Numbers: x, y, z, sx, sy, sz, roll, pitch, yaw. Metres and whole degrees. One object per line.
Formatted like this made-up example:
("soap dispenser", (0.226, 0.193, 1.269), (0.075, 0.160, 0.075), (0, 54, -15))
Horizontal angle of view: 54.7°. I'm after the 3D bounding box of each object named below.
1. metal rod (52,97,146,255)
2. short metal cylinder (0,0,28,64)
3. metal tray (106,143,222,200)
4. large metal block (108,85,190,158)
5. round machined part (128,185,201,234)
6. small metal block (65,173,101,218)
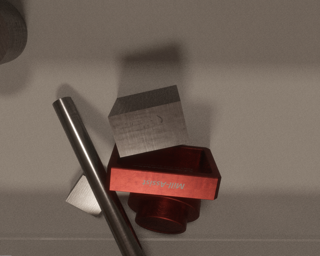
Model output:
("metal rod", (-0.059, 0.098, 0.379), (0.025, 0.025, 0.299), (-28, 82, 9))
("short metal cylinder", (-0.203, -0.110, 0.354), (0.081, 0.050, 0.079), (0, 110, -1))
("metal tray", (0.004, 0.049, 0.394), (0.131, 0.090, 0.030), (6, 109, -3))
("large metal block", (-0.012, -0.012, 0.378), (0.080, 0.080, 0.050), (-12, 110, 4))
("round machined part", (0.004, 0.112, 0.418), (0.099, 0.042, 0.098), (8, 146, 6))
("small metal block", (-0.098, 0.092, 0.444), (0.050, 0.025, 0.050), (32, 107, -12))
